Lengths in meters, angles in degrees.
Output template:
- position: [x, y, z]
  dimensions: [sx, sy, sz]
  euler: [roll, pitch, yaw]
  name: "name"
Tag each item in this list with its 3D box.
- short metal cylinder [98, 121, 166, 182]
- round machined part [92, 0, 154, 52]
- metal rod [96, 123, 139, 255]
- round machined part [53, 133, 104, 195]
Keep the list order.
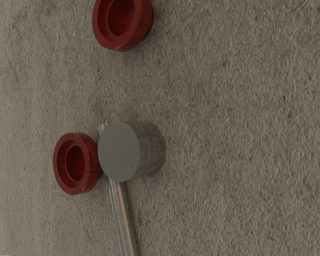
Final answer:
- position: [-0.039, 0.030, 0.421]
  dimensions: [0.080, 0.050, 0.079]
  euler: [0, 90, 40]
  name: "short metal cylinder"
- position: [-0.047, -0.155, 0.433]
  dimensions: [0.098, 0.042, 0.097]
  euler: [0, 90, 40]
  name: "round machined part"
- position: [-0.052, 0.139, 0.447]
  dimensions: [0.025, 0.025, 0.299]
  euler: [-21, 77, 38]
  name: "metal rod"
- position: [-0.127, 0.056, 0.499]
  dimensions: [0.098, 0.042, 0.097]
  euler: [0, 90, 40]
  name: "round machined part"
